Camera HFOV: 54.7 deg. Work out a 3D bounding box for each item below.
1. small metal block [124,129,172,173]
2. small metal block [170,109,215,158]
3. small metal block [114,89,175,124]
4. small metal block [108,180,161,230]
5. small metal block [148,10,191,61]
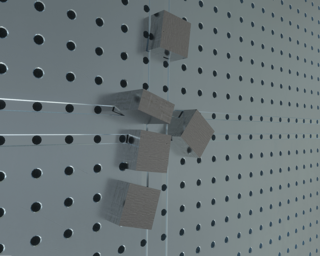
[{"bbox_3d":[-0.015,0.030,0.399,0.050,0.025,0.050,12,82,-40],"label":"small metal block"},{"bbox_3d":[0.047,0.008,0.451,0.050,0.025,0.050,47,62,-30],"label":"small metal block"},{"bbox_3d":[-0.019,-0.025,0.378,0.050,0.050,0.025,23,75,-38],"label":"small metal block"},{"bbox_3d":[-0.031,0.096,0.385,0.050,0.025,0.050,23,76,-38],"label":"small metal block"},{"bbox_3d":[0.014,-0.125,0.422,0.050,0.025,0.050,10,84,-40],"label":"small metal block"}]
